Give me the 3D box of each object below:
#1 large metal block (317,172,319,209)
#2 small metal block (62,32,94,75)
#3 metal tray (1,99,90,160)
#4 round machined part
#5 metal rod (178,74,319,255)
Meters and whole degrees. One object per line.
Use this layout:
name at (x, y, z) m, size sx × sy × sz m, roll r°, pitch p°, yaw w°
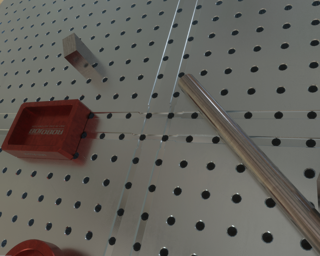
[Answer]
large metal block at (0.174, 0.032, 0.262) m, size 0.050 × 0.080 × 0.080 m, roll 19°, pitch 72°, yaw 35°
small metal block at (-0.144, -0.130, 0.545) m, size 0.025 × 0.050 × 0.050 m, roll -27°, pitch 53°, yaw 12°
metal tray at (-0.184, 0.002, 0.497) m, size 0.130 × 0.030 × 0.090 m, roll 0°, pitch 61°, yaw 27°
round machined part at (-0.145, 0.184, 0.359) m, size 0.098 × 0.042 × 0.098 m, roll -13°, pitch 56°, yaw 20°
metal rod at (0.101, 0.033, 0.334) m, size 0.025 × 0.025 × 0.300 m, roll -37°, pitch 51°, yaw 4°
